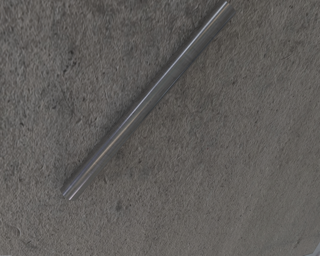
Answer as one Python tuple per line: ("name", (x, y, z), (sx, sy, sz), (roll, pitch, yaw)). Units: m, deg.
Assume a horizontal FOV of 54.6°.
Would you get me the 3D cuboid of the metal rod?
("metal rod", (-0.019, -0.029, 0.378), (0.299, 0.025, 0.025), (-49, 129, 6))
